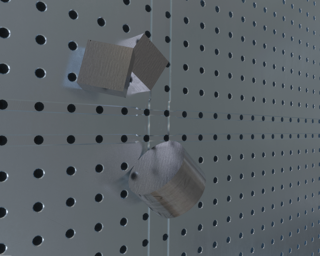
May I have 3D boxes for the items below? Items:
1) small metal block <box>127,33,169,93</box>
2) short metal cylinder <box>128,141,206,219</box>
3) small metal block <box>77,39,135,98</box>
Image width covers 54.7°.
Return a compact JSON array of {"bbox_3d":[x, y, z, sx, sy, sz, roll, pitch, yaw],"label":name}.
[{"bbox_3d":[-0.023,-0.081,0.389,0.050,0.025,0.050,44,64,-31],"label":"small metal block"},{"bbox_3d":[0.009,0.062,0.381,0.050,0.080,0.080,51,60,-28],"label":"short metal cylinder"},{"bbox_3d":[-0.058,-0.065,0.343,0.050,0.025,0.050,11,80,2],"label":"small metal block"}]
